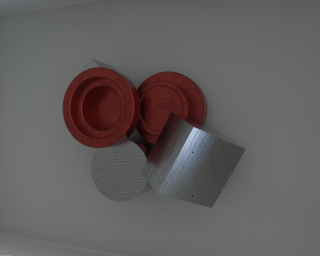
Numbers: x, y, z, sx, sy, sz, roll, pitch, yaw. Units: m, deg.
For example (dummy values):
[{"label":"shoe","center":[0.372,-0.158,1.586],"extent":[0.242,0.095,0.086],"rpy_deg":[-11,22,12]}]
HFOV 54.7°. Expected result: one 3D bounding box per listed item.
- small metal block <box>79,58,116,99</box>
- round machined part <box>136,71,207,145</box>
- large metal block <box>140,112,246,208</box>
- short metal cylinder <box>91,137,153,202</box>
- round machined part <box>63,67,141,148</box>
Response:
[{"label":"small metal block","center":[-0.087,-0.063,0.424],"extent":[0.025,0.050,0.050],"rpy_deg":[46,104,14]},{"label":"round machined part","center":[0.008,-0.024,0.394],"extent":[0.098,0.042,0.097],"rpy_deg":[0,90,19]},{"label":"large metal block","center":[0.037,0.038,0.359],"extent":[0.080,0.080,0.050],"rpy_deg":[-63,32,9]},{"label":"short metal cylinder","center":[-0.043,0.052,0.409],"extent":[0.080,0.050,0.079],"rpy_deg":[0,90,19]},{"label":"round machined part","center":[-0.069,-0.025,0.392],"extent":[0.098,0.042,0.097],"rpy_deg":[0,90,19]}]
